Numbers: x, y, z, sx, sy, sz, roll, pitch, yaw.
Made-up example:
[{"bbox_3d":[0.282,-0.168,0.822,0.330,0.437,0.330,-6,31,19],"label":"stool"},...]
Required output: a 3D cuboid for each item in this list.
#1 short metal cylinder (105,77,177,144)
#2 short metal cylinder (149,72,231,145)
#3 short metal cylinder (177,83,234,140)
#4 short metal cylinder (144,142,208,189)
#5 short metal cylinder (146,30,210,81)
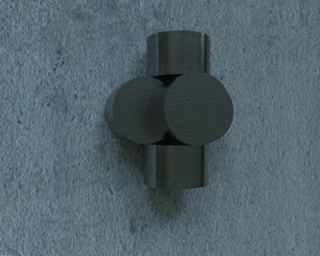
[{"bbox_3d":[-0.025,-0.021,0.388,0.081,0.050,0.079,0,90,-21],"label":"short metal cylinder"},{"bbox_3d":[0.033,-0.021,0.356,0.081,0.050,0.079,0,90,-21],"label":"short metal cylinder"},{"bbox_3d":[0.050,-0.022,0.417,0.081,0.050,0.079,0,90,-21],"label":"short metal cylinder"},{"bbox_3d":[0.020,0.044,0.390,0.081,0.080,0.050,0,90,-20],"label":"short metal cylinder"},{"bbox_3d":[0.023,-0.086,0.391,0.081,0.080,0.050,0,90,-20],"label":"short metal cylinder"}]
